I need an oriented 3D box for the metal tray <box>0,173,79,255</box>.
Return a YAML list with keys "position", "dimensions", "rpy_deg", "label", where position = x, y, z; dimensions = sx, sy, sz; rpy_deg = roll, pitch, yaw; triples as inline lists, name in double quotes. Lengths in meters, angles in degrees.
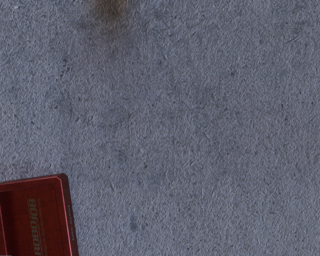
- position: [-0.161, 0.131, 0.406]
  dimensions: [0.091, 0.030, 0.129]
  rpy_deg: [-8, 90, 0]
  label: "metal tray"
